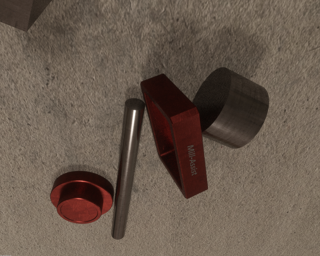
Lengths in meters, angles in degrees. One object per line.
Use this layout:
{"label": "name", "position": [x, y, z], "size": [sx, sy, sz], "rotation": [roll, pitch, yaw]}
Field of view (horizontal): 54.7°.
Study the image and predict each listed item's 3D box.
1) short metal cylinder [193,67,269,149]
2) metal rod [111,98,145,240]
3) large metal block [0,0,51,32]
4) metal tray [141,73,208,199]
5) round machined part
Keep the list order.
{"label": "short metal cylinder", "position": [0.076, -0.022, 0.354], "size": [0.050, 0.080, 0.080], "rotation": [23, 126, -18]}
{"label": "metal rod", "position": [-0.054, 0.083, 0.476], "size": [0.025, 0.025, 0.298], "rotation": [7, 130, -6]}
{"label": "large metal block", "position": [-0.114, -0.139, 0.251], "size": [0.050, 0.080, 0.079], "rotation": [20, 127, -16]}
{"label": "metal tray", "position": [0.018, 0.011, 0.371], "size": [0.030, 0.090, 0.129], "rotation": [-23, 131, -12]}
{"label": "round machined part", "position": [-0.125, 0.116, 0.493], "size": [0.099, 0.042, 0.097], "rotation": [-1, 130, 0]}
